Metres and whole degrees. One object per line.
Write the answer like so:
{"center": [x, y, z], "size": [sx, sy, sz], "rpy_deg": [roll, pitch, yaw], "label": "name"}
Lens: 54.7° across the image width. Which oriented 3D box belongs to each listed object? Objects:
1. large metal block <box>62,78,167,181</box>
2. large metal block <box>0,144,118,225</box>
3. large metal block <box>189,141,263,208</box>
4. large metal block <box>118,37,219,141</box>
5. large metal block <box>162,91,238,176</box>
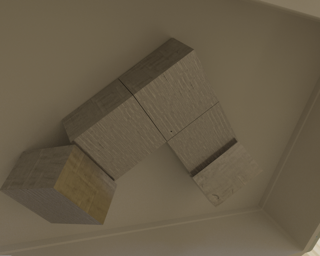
{"center": [-0.052, 0.004, 0.364], "size": [0.080, 0.050, 0.080], "rpy_deg": [-38, 129, -3], "label": "large metal block"}
{"center": [-0.109, 0.066, 0.343], "size": [0.080, 0.050, 0.080], "rpy_deg": [-8, 137, 29], "label": "large metal block"}
{"center": [0.092, 0.067, 0.454], "size": [0.080, 0.050, 0.080], "rpy_deg": [-38, 173, -3], "label": "large metal block"}
{"center": [0.012, -0.045, 0.368], "size": [0.080, 0.050, 0.080], "rpy_deg": [-38, 129, -3], "label": "large metal block"}
{"center": [0.048, 0.005, 0.419], "size": [0.080, 0.050, 0.080], "rpy_deg": [-38, 129, -3], "label": "large metal block"}
